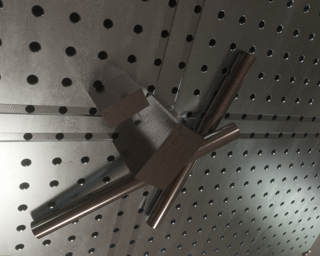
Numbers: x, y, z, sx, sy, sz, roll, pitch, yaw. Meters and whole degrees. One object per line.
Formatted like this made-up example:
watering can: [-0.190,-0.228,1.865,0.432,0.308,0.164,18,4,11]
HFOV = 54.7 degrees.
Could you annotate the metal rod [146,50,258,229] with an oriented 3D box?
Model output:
metal rod: [0.055,0.027,0.459,0.025,0.025,0.298,15,110,-35]

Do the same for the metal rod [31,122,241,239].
metal rod: [-0.028,0.068,0.420,0.301,0.025,0.025,-26,128,-5]

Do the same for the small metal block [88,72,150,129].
small metal block: [-0.047,-0.033,0.350,0.050,0.050,0.025,-32,129,-8]

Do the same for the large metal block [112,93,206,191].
large metal block: [-0.004,0.016,0.385,0.050,0.080,0.080,32,100,-39]
